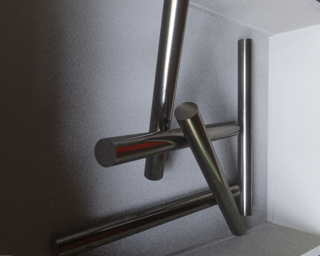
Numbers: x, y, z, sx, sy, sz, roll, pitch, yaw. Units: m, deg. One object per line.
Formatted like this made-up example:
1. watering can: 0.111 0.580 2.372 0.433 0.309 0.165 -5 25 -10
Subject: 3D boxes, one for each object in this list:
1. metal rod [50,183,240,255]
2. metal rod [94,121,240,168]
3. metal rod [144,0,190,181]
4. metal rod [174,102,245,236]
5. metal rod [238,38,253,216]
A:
1. metal rod: 0.007 0.114 0.414 0.302 0.025 0.025 -5 94 -40
2. metal rod: 0.037 0.011 0.386 0.302 0.025 0.025 -7 95 -56
3. metal rod: 0.009 -0.069 0.334 0.025 0.025 0.298 -18 128 -39
4. metal rod: 0.079 0.077 0.418 0.025 0.025 0.299 -56 140 -25
5. metal rod: 0.147 -0.001 0.532 0.025 0.025 0.298 0 90 -40
